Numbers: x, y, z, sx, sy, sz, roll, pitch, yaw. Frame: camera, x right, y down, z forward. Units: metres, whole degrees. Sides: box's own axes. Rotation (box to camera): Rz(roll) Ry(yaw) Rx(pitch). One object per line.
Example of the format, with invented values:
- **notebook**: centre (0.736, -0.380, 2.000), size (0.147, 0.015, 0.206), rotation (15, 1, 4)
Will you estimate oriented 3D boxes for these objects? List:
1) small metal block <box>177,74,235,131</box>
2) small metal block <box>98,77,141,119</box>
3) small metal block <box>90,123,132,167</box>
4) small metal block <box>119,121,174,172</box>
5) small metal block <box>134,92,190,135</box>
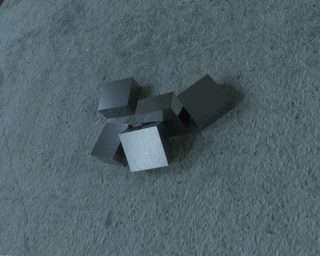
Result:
- **small metal block**: centre (0.057, -0.033, 0.394), size (0.050, 0.025, 0.050), rotation (-36, 51, 4)
- **small metal block**: centre (-0.060, -0.045, 0.463), size (0.050, 0.025, 0.050), rotation (-7, 59, 24)
- **small metal block**: centre (-0.059, 0.021, 0.415), size (0.050, 0.025, 0.050), rotation (3, 62, 45)
- **small metal block**: centre (-0.016, 0.023, 0.380), size (0.050, 0.050, 0.025), rotation (-12, 12, 21)
- **small metal block**: centre (0.004, -0.015, 0.391), size (0.050, 0.050, 0.025), rotation (-12, 50, 27)
